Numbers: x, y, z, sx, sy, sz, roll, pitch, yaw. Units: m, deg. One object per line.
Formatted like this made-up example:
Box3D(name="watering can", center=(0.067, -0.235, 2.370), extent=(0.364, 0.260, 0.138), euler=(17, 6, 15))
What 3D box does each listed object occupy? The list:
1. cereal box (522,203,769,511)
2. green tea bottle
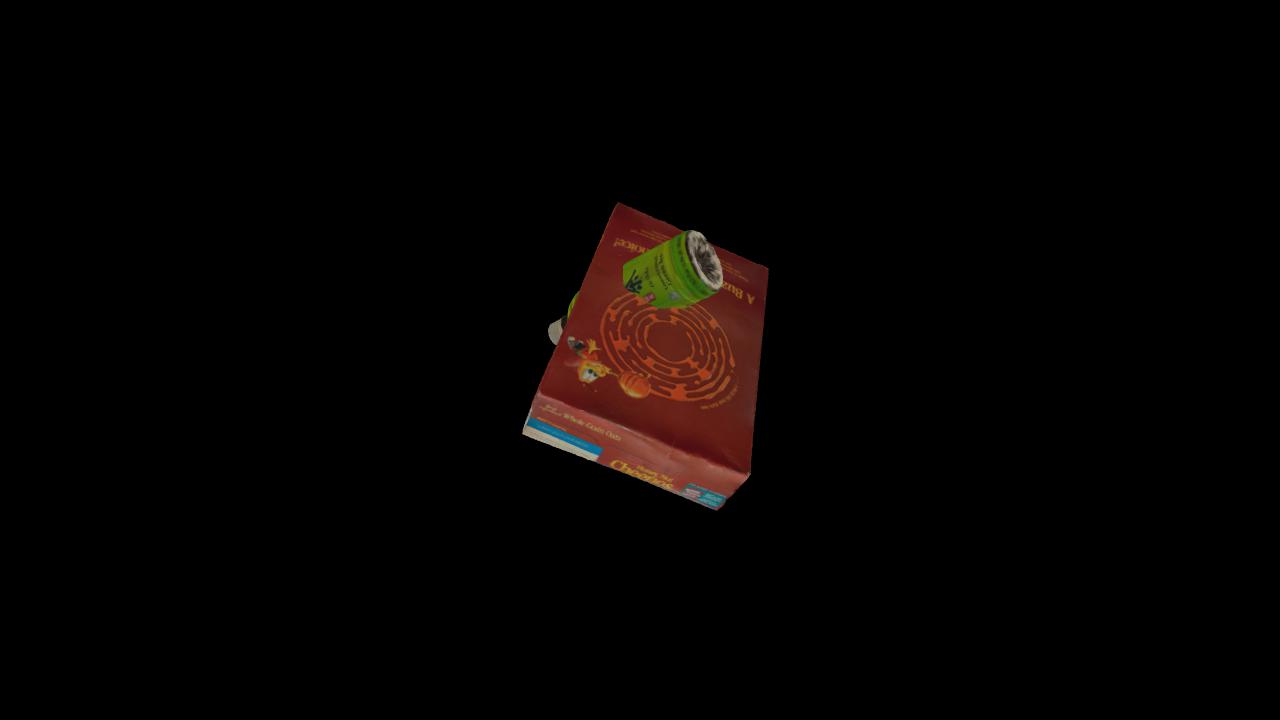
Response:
Box3D(name="cereal box", center=(0.023, -0.019, 0.647), extent=(0.203, 0.306, 0.081), euler=(22, -42, -7))
Box3D(name="green tea bottle", center=(-0.015, -0.065, 0.663), extent=(0.212, 0.073, 0.073), euler=(-23, -14, 34))
